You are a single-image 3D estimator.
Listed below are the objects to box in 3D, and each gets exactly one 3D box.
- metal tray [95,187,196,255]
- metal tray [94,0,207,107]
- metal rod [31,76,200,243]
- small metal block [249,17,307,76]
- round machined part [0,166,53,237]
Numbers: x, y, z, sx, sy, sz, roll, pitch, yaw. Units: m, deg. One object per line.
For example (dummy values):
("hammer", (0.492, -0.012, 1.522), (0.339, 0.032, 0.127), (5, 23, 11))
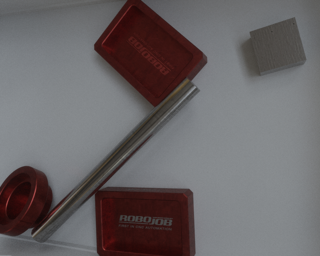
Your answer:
("metal tray", (-0.021, 0.127, 0.414), (0.130, 0.030, 0.089), (-2, 89, 19))
("metal tray", (-0.014, -0.099, 0.411), (0.130, 0.030, 0.090), (44, 103, 14))
("metal rod", (-0.065, 0.049, 0.402), (0.299, 0.025, 0.025), (-44, 77, 13))
("small metal block", (0.137, -0.094, 0.362), (0.050, 0.025, 0.050), (-14, 85, 19))
("round machined part", (-0.197, 0.109, 0.454), (0.098, 0.042, 0.098), (-19, 52, 27))
